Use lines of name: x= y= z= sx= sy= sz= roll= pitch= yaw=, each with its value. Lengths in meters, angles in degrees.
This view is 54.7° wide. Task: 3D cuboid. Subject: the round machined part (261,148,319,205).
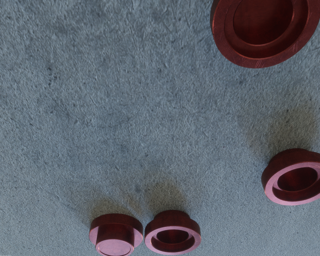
round machined part: x=0.199 y=0.068 z=0.455 sx=0.099 sy=0.042 sz=0.097 roll=0 pitch=130 yaw=0

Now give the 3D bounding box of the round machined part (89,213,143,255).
round machined part: x=-0.081 y=0.202 z=0.567 sx=0.099 sy=0.042 sz=0.097 roll=0 pitch=130 yaw=0

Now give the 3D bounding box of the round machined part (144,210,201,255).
round machined part: x=0.022 y=0.183 z=0.552 sx=0.099 sy=0.042 sz=0.097 roll=0 pitch=130 yaw=0

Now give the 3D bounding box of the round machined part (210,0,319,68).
round machined part: x=0.098 y=-0.111 z=0.302 sx=0.099 sy=0.042 sz=0.097 roll=0 pitch=130 yaw=0
